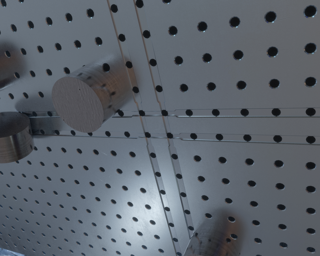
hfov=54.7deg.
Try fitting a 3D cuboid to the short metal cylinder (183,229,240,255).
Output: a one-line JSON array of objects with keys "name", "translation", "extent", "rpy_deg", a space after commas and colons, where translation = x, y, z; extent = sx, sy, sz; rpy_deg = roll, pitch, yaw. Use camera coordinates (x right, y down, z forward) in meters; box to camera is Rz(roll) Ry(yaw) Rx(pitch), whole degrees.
[{"name": "short metal cylinder", "translation": [0.078, 0.205, 0.480], "extent": [0.080, 0.050, 0.079], "rpy_deg": [13, 124, 20]}]

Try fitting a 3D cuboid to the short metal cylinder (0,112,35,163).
[{"name": "short metal cylinder", "translation": [-0.256, 0.014, 0.516], "extent": [0.080, 0.080, 0.050], "rpy_deg": [17, 125, 18]}]

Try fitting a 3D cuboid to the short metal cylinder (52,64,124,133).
[{"name": "short metal cylinder", "translation": [-0.097, -0.040, 0.419], "extent": [0.080, 0.050, 0.079], "rpy_deg": [13, 124, 20]}]

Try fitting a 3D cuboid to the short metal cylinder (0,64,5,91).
[{"name": "short metal cylinder", "translation": [-0.300, -0.085, 0.498], "extent": [0.080, 0.050, 0.079], "rpy_deg": [13, 124, 20]}]
